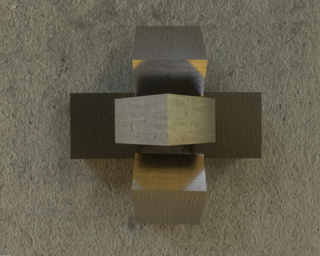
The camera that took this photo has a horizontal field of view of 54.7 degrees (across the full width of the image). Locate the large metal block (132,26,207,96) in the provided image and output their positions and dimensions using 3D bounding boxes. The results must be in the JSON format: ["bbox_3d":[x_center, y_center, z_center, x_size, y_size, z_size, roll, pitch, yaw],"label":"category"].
[{"bbox_3d":[0.011,-0.083,0.378,0.081,0.080,0.050,0,134,0],"label":"large metal block"}]

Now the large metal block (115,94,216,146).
[{"bbox_3d":[0.006,-0.008,0.351,0.080,0.081,0.050,0,90,44],"label":"large metal block"}]

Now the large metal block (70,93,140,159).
[{"bbox_3d":[-0.068,-0.003,0.398,0.081,0.050,0.079,0,90,-1],"label":"large metal block"}]

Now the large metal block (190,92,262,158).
[{"bbox_3d":[0.082,-0.004,0.397,0.081,0.050,0.079,0,90,-1],"label":"large metal block"}]

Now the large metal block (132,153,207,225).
[{"bbox_3d":[0.010,0.076,0.378,0.081,0.080,0.050,1,47,0],"label":"large metal block"}]
